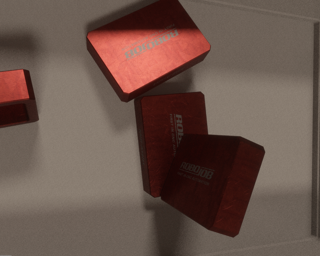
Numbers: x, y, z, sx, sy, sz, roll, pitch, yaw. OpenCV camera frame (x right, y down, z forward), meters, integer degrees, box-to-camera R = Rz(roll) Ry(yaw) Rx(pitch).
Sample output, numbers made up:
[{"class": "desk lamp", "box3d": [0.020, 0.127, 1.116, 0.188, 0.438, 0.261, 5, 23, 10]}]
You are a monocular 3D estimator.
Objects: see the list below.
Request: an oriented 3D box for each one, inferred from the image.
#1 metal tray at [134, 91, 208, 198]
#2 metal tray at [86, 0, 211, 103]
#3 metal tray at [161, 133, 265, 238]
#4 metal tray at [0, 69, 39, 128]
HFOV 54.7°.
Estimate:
[{"class": "metal tray", "box3d": [0.019, 0.020, 0.416, 0.091, 0.030, 0.129, -7, 93, -20]}, {"class": "metal tray", "box3d": [-0.013, -0.101, 0.390, 0.131, 0.030, 0.090, -31, 83, -18]}, {"class": "metal tray", "box3d": [0.050, 0.054, 0.342, 0.030, 0.130, 0.090, 23, 82, -19]}, {"class": "metal tray", "box3d": [-0.191, -0.019, 0.301, 0.131, 0.090, 0.030, -12, 82, -21]}]
